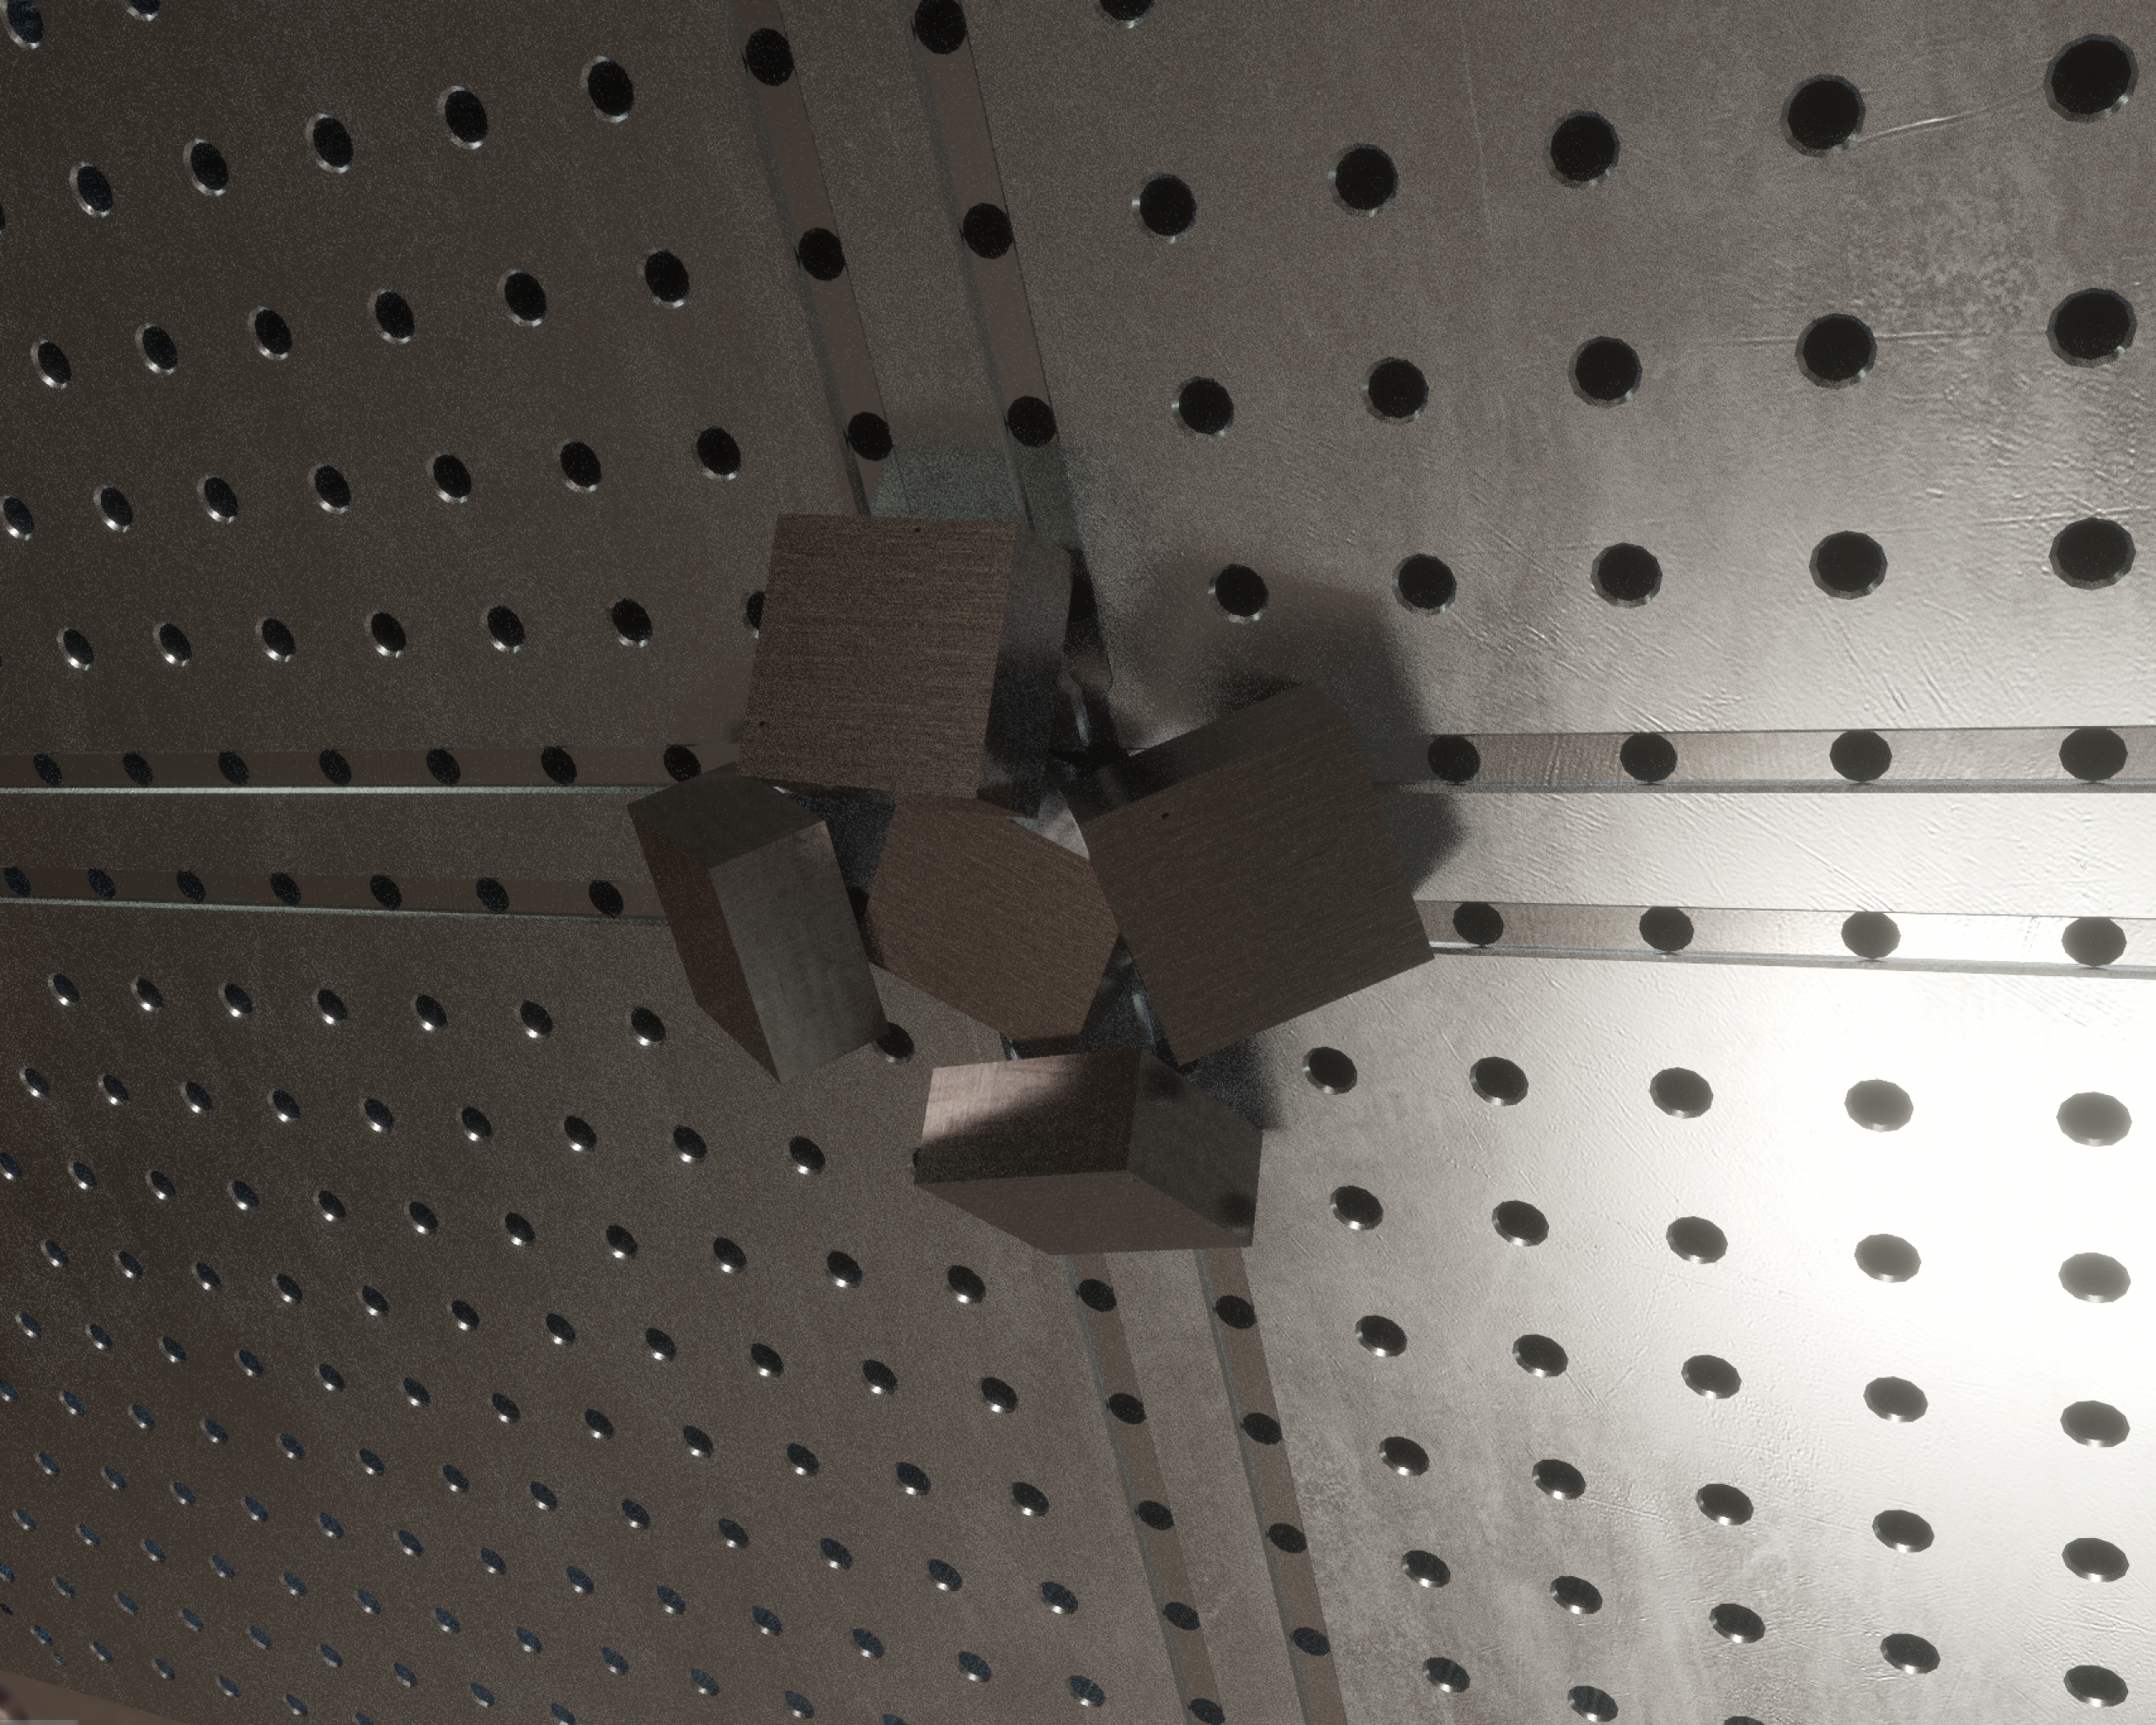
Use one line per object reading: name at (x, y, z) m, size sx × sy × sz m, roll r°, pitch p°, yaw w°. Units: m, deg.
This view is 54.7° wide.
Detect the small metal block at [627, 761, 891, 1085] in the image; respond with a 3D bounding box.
small metal block at (-0.067, 0.012, 0.437) m, size 0.050 × 0.025 × 0.050 m, roll 29°, pitch 138°, yaw 56°

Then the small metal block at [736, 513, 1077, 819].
small metal block at (-0.032, -0.037, 0.388) m, size 0.050 × 0.025 × 0.050 m, roll 6°, pitch 85°, yaw 25°

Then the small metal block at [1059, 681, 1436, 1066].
small metal block at (0.031, 0.002, 0.380) m, size 0.050 × 0.025 × 0.050 m, roll -23°, pitch 110°, yaw -1°

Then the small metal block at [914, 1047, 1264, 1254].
small metal block at (0.003, 0.061, 0.430) m, size 0.050 × 0.025 × 0.050 m, roll -9°, pitch 150°, yaw 32°

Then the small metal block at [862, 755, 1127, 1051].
small metal block at (-0.012, 0.006, 0.419) m, size 0.050 × 0.025 × 0.050 m, roll 28°, pitch 128°, yaw 10°
